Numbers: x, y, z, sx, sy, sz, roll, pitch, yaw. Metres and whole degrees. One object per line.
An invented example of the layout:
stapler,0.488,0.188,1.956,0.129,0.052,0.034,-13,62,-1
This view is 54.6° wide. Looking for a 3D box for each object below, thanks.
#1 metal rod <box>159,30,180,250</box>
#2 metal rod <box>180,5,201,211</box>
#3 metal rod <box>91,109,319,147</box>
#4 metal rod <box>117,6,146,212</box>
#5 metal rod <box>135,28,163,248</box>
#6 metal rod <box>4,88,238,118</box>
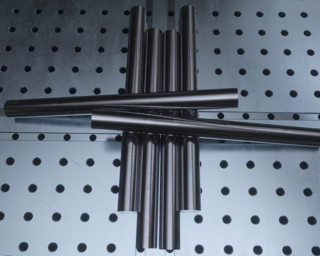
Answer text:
metal rod,0.014,0.001,0.412,0.025,0.025,0.299,1,70,0
metal rod,0.040,-0.040,0.426,0.025,0.025,0.299,1,70,0
metal rod,0.069,0.002,0.390,0.302,0.025,0.025,5,70,-8
metal rod,-0.036,-0.039,0.425,0.025,0.025,0.299,1,70,0
metal rod,-0.012,-0.001,0.411,0.025,0.025,0.299,1,70,0
metal rod,-0.055,-0.031,0.398,0.301,0.025,0.025,-2,70,9
